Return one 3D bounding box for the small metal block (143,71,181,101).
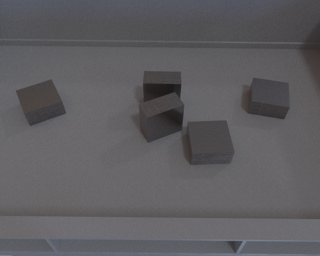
[{"bbox_3d":[0.003,-0.052,0.432,0.050,0.050,0.025,1,50,0],"label":"small metal block"}]

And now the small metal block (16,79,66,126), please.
[{"bbox_3d":[-0.166,-0.036,0.433,0.050,0.025,0.050,-22,54,-18],"label":"small metal block"}]

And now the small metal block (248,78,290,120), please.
[{"bbox_3d":[0.155,-0.043,0.443,0.050,0.025,0.050,10,51,8],"label":"small metal block"}]

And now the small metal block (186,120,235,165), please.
[{"bbox_3d":[0.062,0.018,0.391,0.050,0.025,0.050,-2,50,-3],"label":"small metal block"}]

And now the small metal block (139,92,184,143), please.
[{"bbox_3d":[0.002,-0.013,0.400,0.050,0.050,0.025,-20,53,-17],"label":"small metal block"}]
